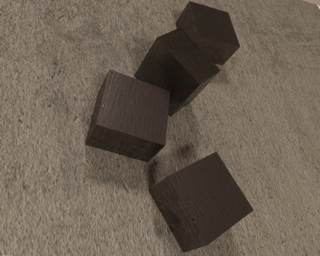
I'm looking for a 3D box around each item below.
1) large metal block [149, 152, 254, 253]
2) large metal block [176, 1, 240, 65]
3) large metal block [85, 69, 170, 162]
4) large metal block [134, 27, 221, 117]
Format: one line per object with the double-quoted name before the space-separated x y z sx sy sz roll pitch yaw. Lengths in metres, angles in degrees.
"large metal block" 0.048 0.085 0.363 0.081 0.050 0.080 -21 73 -36
"large metal block" 0.080 -0.161 0.531 0.081 0.050 0.080 5 60 -26
"large metal block" -0.037 -0.013 0.377 0.081 0.050 0.080 18 55 -18
"large metal block" 0.021 -0.076 0.428 0.080 0.080 0.050 49 51 6
